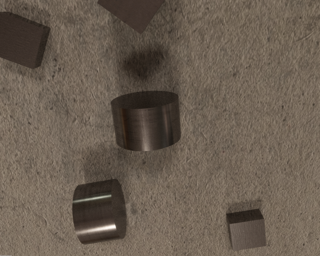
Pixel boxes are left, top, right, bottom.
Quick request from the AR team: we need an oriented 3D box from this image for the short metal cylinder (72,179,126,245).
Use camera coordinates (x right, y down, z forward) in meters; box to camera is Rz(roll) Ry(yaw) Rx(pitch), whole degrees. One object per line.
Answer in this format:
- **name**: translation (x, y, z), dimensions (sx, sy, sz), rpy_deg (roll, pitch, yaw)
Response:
- **short metal cylinder**: translation (-0.080, 0.113, 0.421), dimensions (0.050, 0.080, 0.079), rpy_deg (-10, 110, 3)

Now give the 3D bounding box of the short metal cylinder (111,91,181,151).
- **short metal cylinder**: translation (-0.016, -0.011, 0.376), dimensions (0.081, 0.080, 0.050), rpy_deg (-4, 110, 1)

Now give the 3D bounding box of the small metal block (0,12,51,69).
- **small metal block**: translation (-0.165, -0.104, 0.369), dimensions (0.050, 0.025, 0.050), rpy_deg (20, 109, -8)

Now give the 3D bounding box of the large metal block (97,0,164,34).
- **large metal block**: translation (-0.016, -0.150, 0.325), dimensions (0.050, 0.080, 0.080), rpy_deg (34, 106, -12)

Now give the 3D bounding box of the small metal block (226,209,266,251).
- **small metal block**: translation (0.130, 0.154, 0.469), dimensions (0.050, 0.025, 0.050), rpy_deg (-10, 110, 3)
